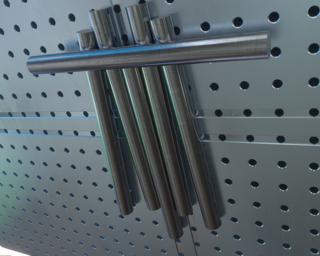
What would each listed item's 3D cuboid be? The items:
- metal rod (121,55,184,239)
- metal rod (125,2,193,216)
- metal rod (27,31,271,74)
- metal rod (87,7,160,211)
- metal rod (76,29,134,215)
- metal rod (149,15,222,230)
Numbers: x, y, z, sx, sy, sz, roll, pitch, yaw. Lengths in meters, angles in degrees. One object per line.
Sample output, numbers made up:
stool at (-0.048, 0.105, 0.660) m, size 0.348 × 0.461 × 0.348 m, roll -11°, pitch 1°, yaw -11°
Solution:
metal rod at (-0.006, 0.041, 0.440) m, size 0.025 × 0.025 × 0.298 m, roll 1°, pitch 119°, yaw 28°
metal rod at (0.006, -0.005, 0.407) m, size 0.025 × 0.025 × 0.298 m, roll 1°, pitch 119°, yaw 28°
metal rod at (-0.035, -0.080, 0.348) m, size 0.300 × 0.025 × 0.025 m, roll 2°, pitch 119°, yaw 27°
metal rod at (-0.041, -0.008, 0.429) m, size 0.025 × 0.025 × 0.298 m, roll 1°, pitch 119°, yaw 28°
metal rod at (-0.074, 0.009, 0.455) m, size 0.025 × 0.025 × 0.298 m, roll 7°, pitch 122°, yaw 25°
metal rod at (0.039, 0.011, 0.398) m, size 0.025 × 0.025 × 0.299 m, roll -3°, pitch 117°, yaw 29°
